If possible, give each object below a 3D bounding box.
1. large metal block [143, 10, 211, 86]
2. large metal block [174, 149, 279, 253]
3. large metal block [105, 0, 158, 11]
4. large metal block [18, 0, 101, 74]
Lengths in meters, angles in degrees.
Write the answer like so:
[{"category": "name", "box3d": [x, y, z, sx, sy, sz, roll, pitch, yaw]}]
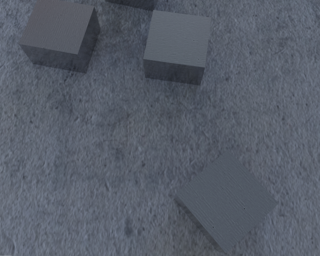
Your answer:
[{"category": "large metal block", "box3d": [0.024, -0.112, 0.436, 0.080, 0.050, 0.080, 9, 70, 3]}, {"category": "large metal block", "box3d": [0.074, 0.086, 0.364, 0.080, 0.050, 0.080, -38, 75, -13]}, {"category": "large metal block", "box3d": [-0.038, -0.238, 0.481, 0.080, 0.050, 0.080, 14, 71, 4]}, {"category": "large metal block", "box3d": [-0.139, -0.131, 0.441, 0.080, 0.050, 0.080, 11, 70, 3]}]
